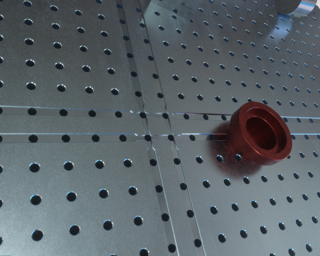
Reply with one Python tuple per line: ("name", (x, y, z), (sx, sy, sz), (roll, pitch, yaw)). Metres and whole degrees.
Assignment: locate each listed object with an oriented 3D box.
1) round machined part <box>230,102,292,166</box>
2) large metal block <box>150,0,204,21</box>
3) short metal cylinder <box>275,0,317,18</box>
("round machined part", (0.146, 0.012, 0.468), (0.099, 0.042, 0.098), (14, 56, -21))
("large metal block", (0.035, -0.256, 0.567), (0.080, 0.050, 0.080), (20, 54, -16))
("short metal cylinder", (0.321, -0.306, 0.732), (0.050, 0.080, 0.080), (-2, 63, -29))
